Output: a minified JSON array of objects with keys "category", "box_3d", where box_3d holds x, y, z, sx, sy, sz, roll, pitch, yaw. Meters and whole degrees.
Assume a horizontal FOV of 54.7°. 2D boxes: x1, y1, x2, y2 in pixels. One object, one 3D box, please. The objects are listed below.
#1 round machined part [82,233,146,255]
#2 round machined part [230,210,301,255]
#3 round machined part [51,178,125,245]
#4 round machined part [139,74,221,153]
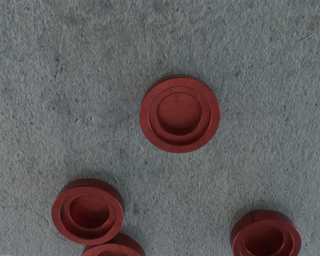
[{"category":"round machined part","box_3d":[-0.070,0.201,0.474,0.099,0.042,0.097,0,110,0]},{"category":"round machined part","box_3d":[0.153,0.162,0.462,0.099,0.042,0.097,0,110,0]},{"category":"round machined part","box_3d":[-0.099,0.114,0.442,0.099,0.042,0.097,0,110,0]},{"category":"round machined part","box_3d":[0.024,-0.021,0.393,0.099,0.042,0.097,0,110,0]}]
